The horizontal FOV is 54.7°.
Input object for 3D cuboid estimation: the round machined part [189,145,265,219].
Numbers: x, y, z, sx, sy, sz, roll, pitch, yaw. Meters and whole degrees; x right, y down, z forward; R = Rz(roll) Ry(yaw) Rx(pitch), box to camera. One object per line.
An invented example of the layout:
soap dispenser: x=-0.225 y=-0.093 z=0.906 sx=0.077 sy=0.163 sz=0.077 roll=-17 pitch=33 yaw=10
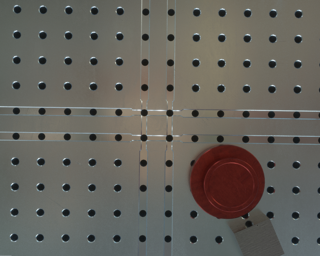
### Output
round machined part: x=0.089 y=0.071 z=0.405 sx=0.099 sy=0.042 sz=0.097 roll=0 pitch=90 yaw=0

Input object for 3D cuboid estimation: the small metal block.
small metal block: x=0.129 y=0.150 z=0.414 sx=0.050 sy=0.025 sz=0.050 roll=-23 pitch=90 yaw=0
